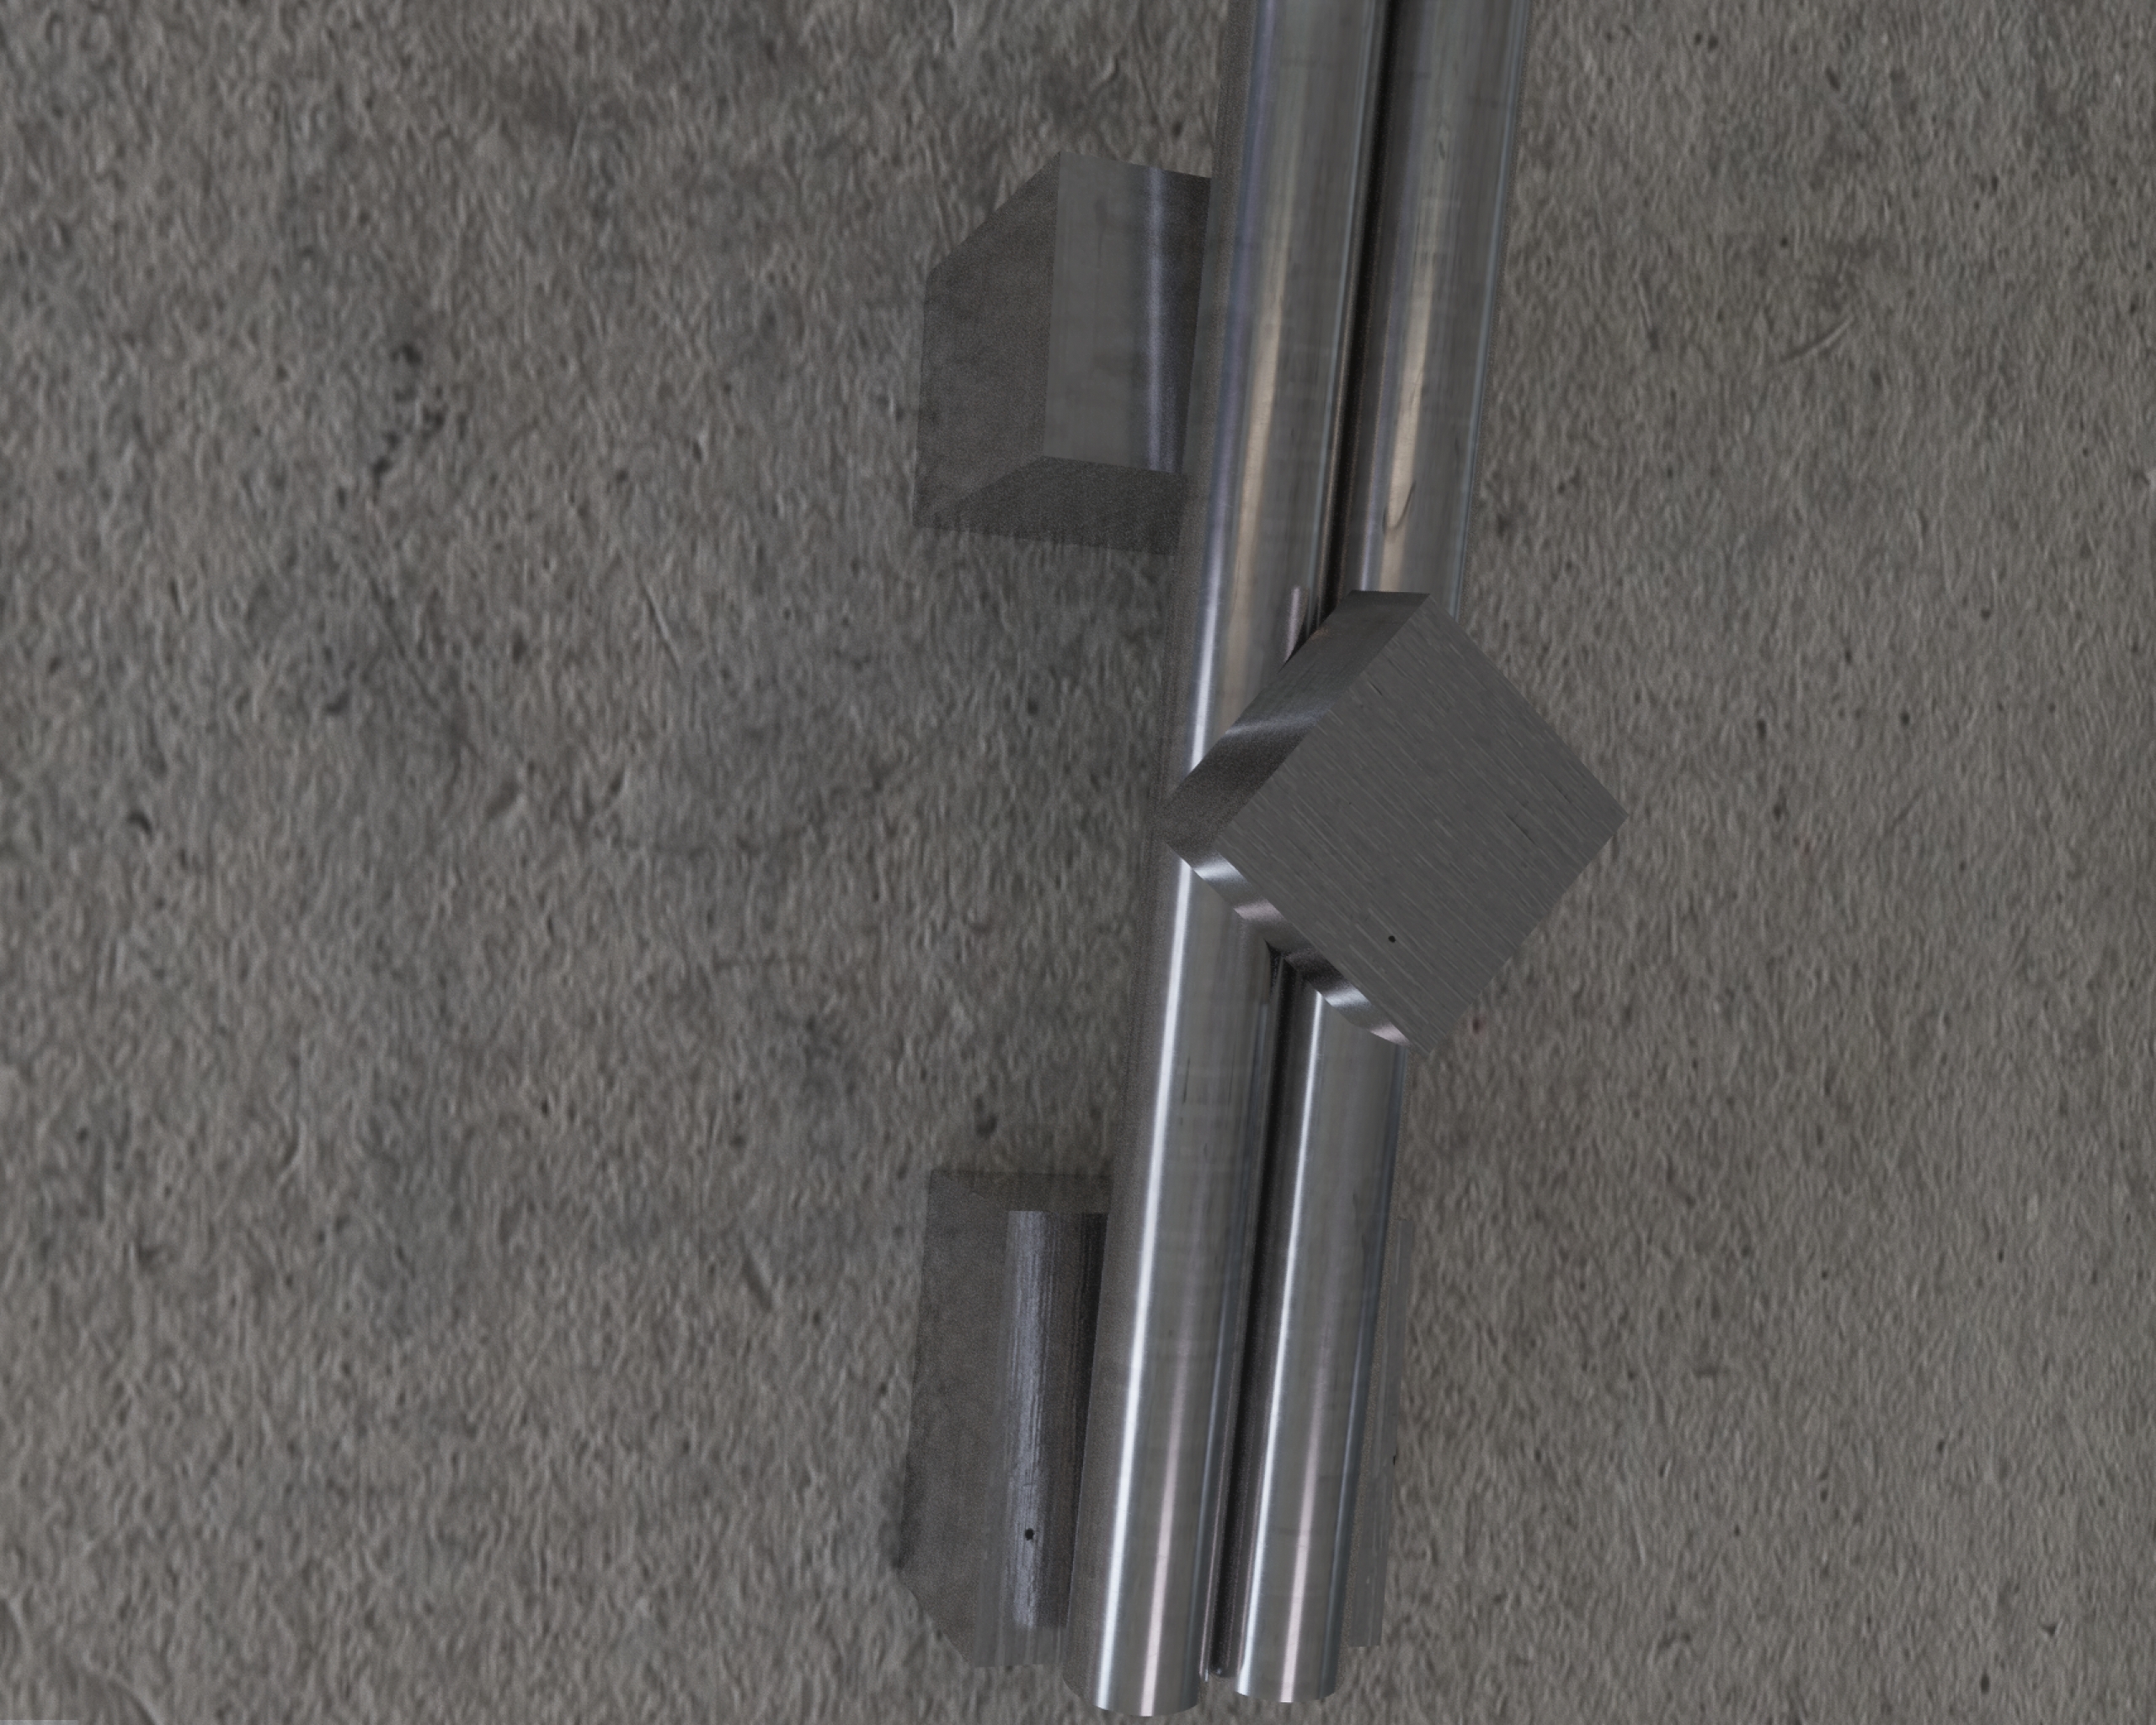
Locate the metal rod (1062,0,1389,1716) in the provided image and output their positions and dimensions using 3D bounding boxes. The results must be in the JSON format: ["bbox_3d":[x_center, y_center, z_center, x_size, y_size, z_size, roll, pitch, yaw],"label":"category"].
[{"bbox_3d":[0.024,-0.008,0.342,0.025,0.025,0.298,3,96,-20],"label":"metal rod"}]

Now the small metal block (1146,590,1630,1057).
[{"bbox_3d":[0.048,-0.007,0.324,0.050,0.025,0.050,44,82,-21],"label":"small metal block"}]

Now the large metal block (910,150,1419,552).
[{"bbox_3d":[0.020,-0.089,0.389,0.081,0.080,0.050,3,89,-20],"label":"large metal block"}]

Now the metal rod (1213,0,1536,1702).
[{"bbox_3d":[0.048,-0.007,0.351,0.025,0.025,0.298,3,96,-20],"label":"metal rod"}]

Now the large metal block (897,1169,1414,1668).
[{"bbox_3d":[0.014,0.104,0.402,0.081,0.050,0.080,5,88,-20],"label":"large metal block"}]
